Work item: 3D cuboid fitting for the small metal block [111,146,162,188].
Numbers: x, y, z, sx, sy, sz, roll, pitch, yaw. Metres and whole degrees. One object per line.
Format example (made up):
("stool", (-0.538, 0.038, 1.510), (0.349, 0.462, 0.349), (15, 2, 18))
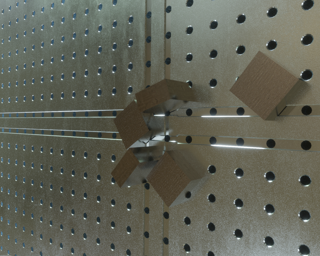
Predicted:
("small metal block", (-0.029, 0.051, 0.415), (0.025, 0.050, 0.050), (51, 120, 27))

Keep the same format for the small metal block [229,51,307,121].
("small metal block", (0.109, -0.043, 0.318), (0.050, 0.025, 0.050), (48, 118, 29))

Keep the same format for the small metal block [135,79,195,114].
("small metal block", (0.006, -0.038, 0.386), (0.050, 0.050, 0.025), (-21, 77, 38))

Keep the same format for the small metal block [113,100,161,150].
("small metal block", (-0.033, -0.004, 0.434), (0.050, 0.025, 0.050), (-40, 66, 32))

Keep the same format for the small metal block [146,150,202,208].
("small metal block", (0.017, 0.064, 0.394), (0.050, 0.025, 0.050), (49, 119, 28))
